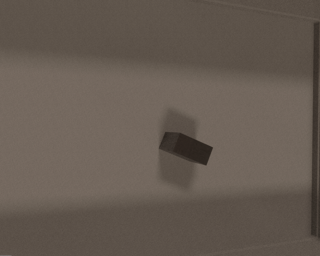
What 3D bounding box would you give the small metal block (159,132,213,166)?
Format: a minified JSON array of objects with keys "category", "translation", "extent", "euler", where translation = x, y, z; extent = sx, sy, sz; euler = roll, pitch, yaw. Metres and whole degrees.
[{"category":"small metal block","translation":[0.033,0.027,0.411],"extent":[0.050,0.050,0.025],"euler":[24,82,-19]}]
